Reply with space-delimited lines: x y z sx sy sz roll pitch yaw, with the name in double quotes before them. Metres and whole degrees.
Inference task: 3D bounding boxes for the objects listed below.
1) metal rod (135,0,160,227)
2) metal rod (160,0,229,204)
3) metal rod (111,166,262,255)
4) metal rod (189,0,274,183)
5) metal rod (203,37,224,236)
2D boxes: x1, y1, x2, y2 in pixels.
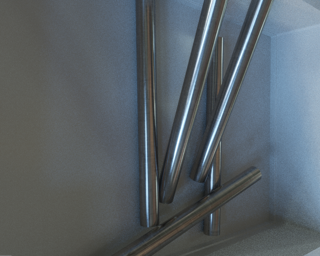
"metal rod" -0.016 -0.026 0.392 0.025 0.025 0.298 -2 91 -40
"metal rod" 0.038 -0.042 0.363 0.025 0.025 0.298 -4 117 -40
"metal rod" 0.036 0.119 0.408 0.302 0.025 0.025 -22 104 -35
"metal rod" 0.095 -0.061 0.405 0.025 0.025 0.298 -1 116 -40
"metal rod" 0.083 0.012 0.475 0.025 0.025 0.298 2 89 -40
